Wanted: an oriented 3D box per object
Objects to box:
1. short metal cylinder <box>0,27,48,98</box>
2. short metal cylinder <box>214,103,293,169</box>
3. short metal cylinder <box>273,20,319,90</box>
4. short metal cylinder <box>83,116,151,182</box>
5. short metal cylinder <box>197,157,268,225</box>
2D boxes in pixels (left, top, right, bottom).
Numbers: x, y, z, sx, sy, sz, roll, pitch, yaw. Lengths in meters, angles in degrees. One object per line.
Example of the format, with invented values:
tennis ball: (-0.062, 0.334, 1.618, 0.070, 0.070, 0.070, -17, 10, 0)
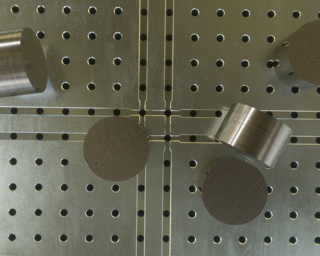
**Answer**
short metal cylinder: (-0.180, -0.080, 0.383, 0.050, 0.080, 0.080, -8, 90, 0)
short metal cylinder: (0.115, 0.010, 0.387, 0.080, 0.080, 0.050, 29, 90, -1)
short metal cylinder: (0.197, -0.093, 0.403, 0.081, 0.050, 0.079, 0, 90, -1)
short metal cylinder: (-0.053, 0.025, 0.400, 0.081, 0.050, 0.079, 0, 90, -1)
short metal cylinder: (0.091, 0.079, 0.402, 0.081, 0.050, 0.079, 0, 90, -1)
